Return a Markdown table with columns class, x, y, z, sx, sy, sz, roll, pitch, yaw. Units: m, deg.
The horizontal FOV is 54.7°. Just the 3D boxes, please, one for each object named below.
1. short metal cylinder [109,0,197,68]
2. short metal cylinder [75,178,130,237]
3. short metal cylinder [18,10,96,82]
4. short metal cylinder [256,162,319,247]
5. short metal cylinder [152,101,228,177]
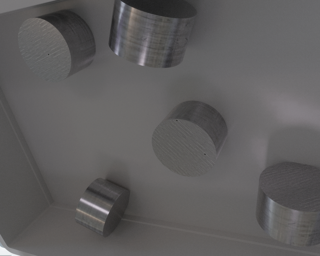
| class | x | y | z | sx | sy | sz | roll | pitch | yaw |
| --- | --- | --- | --- | --- | --- | --- | --- | --- | --- |
| short metal cylinder | -0.009 | -0.103 | 0.314 | 0.080 | 0.080 | 0.050 | 25 | 127 | 12 |
| short metal cylinder | -0.091 | 0.127 | 0.500 | 0.050 | 0.080 | 0.079 | 22 | 127 | 15 |
| short metal cylinder | -0.131 | -0.105 | 0.397 | 0.080 | 0.050 | 0.079 | 13 | 124 | 21 |
| short metal cylinder | 0.150 | 0.082 | 0.345 | 0.080 | 0.080 | 0.050 | 9 | 122 | 23 |
| short metal cylinder | 0.037 | 0.013 | 0.381 | 0.080 | 0.050 | 0.079 | 13 | 124 | 21 |
